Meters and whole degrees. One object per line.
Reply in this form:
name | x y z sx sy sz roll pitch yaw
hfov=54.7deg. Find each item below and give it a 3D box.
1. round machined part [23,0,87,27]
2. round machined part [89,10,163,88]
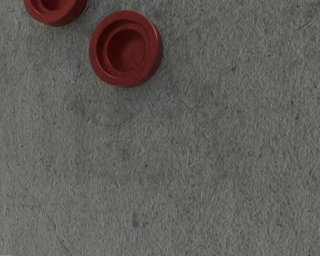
round machined part | -0.146 -0.195 0.452 0.098 0.042 0.097 0 90 20
round machined part | -0.042 -0.102 0.415 0.098 0.042 0.097 0 90 20
